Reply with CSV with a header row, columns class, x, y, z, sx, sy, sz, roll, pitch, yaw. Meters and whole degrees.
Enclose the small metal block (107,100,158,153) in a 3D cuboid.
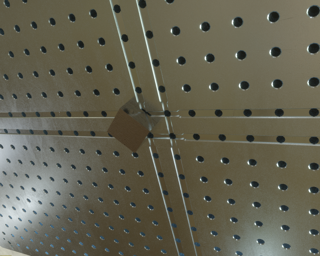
class,x,y,z,sx,sy,sz,roll,pitch,yaw
small metal block,-0.039,-0.001,0.432,0.050,0.025,0.050,38,129,3
